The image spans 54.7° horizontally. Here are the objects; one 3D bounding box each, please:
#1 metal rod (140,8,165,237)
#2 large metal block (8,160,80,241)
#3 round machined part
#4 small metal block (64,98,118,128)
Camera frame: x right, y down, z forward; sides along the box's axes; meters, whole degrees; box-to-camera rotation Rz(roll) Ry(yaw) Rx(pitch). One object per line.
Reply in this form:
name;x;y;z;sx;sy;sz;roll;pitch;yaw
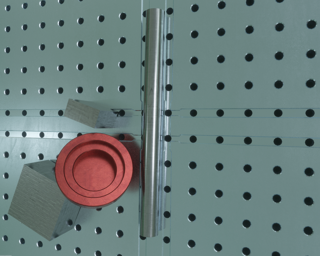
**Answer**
metal rod;-0.010;-0.006;0.415;0.025;0.025;0.298;2;91;19
large metal block;-0.163;0.103;0.454;0.080;0.050;0.080;25;100;18
round machined part;-0.088;0.059;0.416;0.099;0.042;0.098;4;67;-11
small metal block;-0.095;-0.020;0.432;0.050;0.050;0.025;21;97;18
